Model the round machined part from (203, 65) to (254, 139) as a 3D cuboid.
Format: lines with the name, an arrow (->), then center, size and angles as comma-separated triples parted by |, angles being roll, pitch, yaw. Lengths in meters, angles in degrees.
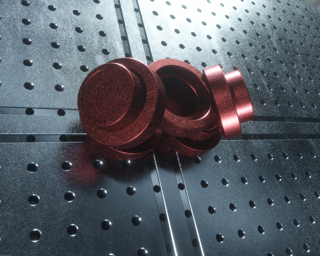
round machined part -> 0.091, -0.037, 0.405 | 0.042, 0.098, 0.098 | -18, 65, 8

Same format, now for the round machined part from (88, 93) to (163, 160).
round machined part -> -0.040, -0.013, 0.384 | 0.099, 0.042, 0.098 | 14, 56, -21

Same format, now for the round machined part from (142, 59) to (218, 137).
round machined part -> 0.017, -0.032, 0.372 | 0.099, 0.042, 0.098 | 14, 56, -21

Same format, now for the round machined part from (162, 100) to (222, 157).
round machined part -> 0.047, -0.013, 0.432 | 0.099, 0.042, 0.098 | 14, 56, -21

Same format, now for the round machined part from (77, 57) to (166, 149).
round machined part -> -0.047, -0.029, 0.326 | 0.042, 0.098, 0.098 | 28, 39, -62
